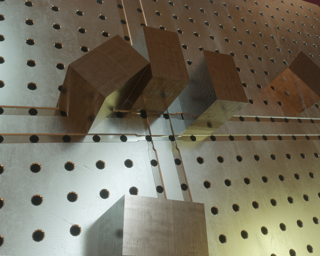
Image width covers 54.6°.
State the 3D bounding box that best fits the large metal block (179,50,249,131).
[{"bbox_3d":[0.070,-0.050,0.440,0.050,0.080,0.080,4,60,-27],"label":"large metal block"}]

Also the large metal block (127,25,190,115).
[{"bbox_3d":[-0.009,-0.074,0.412,0.050,0.080,0.080,3,60,-27],"label":"large metal block"}]

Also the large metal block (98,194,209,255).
[{"bbox_3d":[-0.010,0.105,0.303,0.081,0.080,0.050,12,57,-22],"label":"large metal block"}]

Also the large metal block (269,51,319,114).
[{"bbox_3d":[0.267,-0.088,0.588,0.080,0.050,0.080,44,51,2],"label":"large metal block"}]

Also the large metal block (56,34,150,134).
[{"bbox_3d":[-0.068,-0.051,0.367,0.050,0.080,0.080,42,51,1],"label":"large metal block"}]
